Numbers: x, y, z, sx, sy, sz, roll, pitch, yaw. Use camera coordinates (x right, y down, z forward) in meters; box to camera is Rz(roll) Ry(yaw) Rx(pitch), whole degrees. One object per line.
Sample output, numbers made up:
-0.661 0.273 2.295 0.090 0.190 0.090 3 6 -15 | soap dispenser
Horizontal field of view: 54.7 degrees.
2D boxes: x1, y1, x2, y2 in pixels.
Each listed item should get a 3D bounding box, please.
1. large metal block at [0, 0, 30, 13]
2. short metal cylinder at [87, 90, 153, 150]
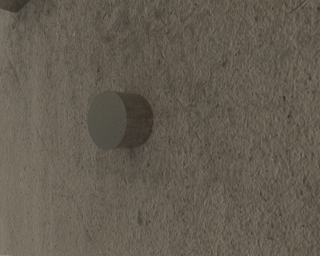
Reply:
-0.309 -0.300 0.644 0.080 0.050 0.080 -17 80 39 | large metal block
-0.056 -0.011 0.435 0.080 0.050 0.079 0 90 40 | short metal cylinder
